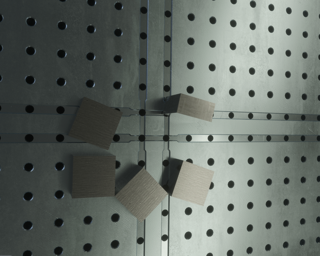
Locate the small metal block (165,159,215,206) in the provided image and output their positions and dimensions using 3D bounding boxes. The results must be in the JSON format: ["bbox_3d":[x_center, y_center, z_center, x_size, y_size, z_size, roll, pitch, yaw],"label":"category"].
[{"bbox_3d":[0.041,0.075,0.429,0.050,0.025,0.050,21,83,-19],"label":"small metal block"}]

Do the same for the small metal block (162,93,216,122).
[{"bbox_3d":[0.038,-0.025,0.414,0.050,0.050,0.025,14,85,-20],"label":"small metal block"}]

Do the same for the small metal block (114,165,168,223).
[{"bbox_3d":[-0.027,0.085,0.404,0.050,0.025,0.050,-45,104,-15],"label":"small metal block"}]

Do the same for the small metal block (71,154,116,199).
[{"bbox_3d":[-0.083,0.058,0.383,0.050,0.025,0.050,2,90,-20],"label":"small metal block"}]

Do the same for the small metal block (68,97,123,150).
[{"bbox_3d":[-0.081,-0.005,0.383,0.050,0.025,0.050,23,82,-19],"label":"small metal block"}]
